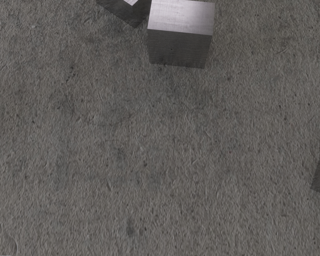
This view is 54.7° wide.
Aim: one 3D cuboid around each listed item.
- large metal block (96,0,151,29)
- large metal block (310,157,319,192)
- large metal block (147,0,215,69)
[{"bbox_3d":[-0.045,-0.214,0.473,0.080,0.050,0.080,37,74,12],"label":"large metal block"},{"bbox_3d":[0.231,0.040,0.366,0.050,0.080,0.080,24,72,8],"label":"large metal block"},{"bbox_3d":[0.027,-0.127,0.426,0.080,0.080,0.050,6,70,2],"label":"large metal block"}]
